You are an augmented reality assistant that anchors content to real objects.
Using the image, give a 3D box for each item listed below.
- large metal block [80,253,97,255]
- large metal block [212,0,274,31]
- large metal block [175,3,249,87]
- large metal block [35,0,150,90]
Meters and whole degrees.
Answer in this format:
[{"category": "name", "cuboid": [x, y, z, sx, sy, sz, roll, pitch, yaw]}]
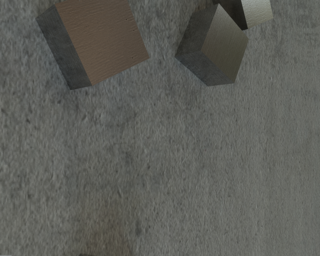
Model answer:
[{"category": "large metal block", "cuboid": [-0.057, 0.193, 0.343, 0.080, 0.050, 0.080, 28, 72, -37]}, {"category": "large metal block", "cuboid": [0.133, -0.204, 0.502, 0.081, 0.050, 0.080, -31, 110, -36]}, {"category": "large metal block", "cuboid": [0.078, -0.118, 0.456, 0.080, 0.050, 0.080, 34, 69, -35]}, {"category": "large metal block", "cuboid": [-0.069, -0.095, 0.332, 0.081, 0.050, 0.080, -35, 112, -35]}]
